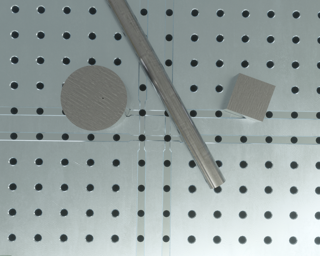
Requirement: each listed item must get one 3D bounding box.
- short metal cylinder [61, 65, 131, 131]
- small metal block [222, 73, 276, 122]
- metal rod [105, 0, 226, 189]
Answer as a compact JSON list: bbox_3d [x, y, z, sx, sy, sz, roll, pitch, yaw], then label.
[{"bbox_3d":[-0.080,-0.036,0.400,0.081,0.050,0.079,0,90,-1],"label":"short metal cylinder"},{"bbox_3d":[0.118,-0.040,0.415,0.050,0.025,0.050,20,90,-1],"label":"small metal block"},{"bbox_3d":[0.004,-0.056,0.413,0.025,0.025,0.299,-29,90,0],"label":"metal rod"}]
